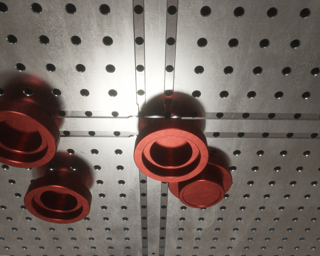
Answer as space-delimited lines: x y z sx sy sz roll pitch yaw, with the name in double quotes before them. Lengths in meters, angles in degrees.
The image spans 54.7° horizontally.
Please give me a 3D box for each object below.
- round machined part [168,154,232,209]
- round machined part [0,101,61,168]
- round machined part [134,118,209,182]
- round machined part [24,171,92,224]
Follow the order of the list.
"round machined part" 0.062 0.087 0.475 0.099 0.042 0.097 0 130 0
"round machined part" -0.179 0.004 0.401 0.099 0.042 0.097 -1 130 0
"round machined part" 0.015 0.026 0.421 0.099 0.042 0.097 0 128 1
"round machined part" -0.157 0.106 0.488 0.099 0.042 0.097 -1 130 0
